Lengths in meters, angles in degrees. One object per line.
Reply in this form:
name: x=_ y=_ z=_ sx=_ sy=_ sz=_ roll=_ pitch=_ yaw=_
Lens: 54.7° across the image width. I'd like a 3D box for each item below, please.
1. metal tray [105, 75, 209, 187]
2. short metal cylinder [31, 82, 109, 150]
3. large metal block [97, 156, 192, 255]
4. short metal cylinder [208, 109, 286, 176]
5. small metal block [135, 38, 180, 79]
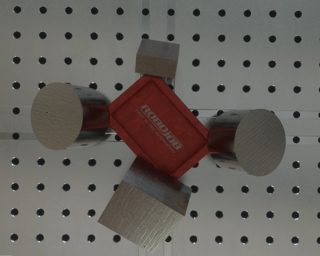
metal tray: x=-0.001 y=0.001 z=0.410 sx=0.090 sy=0.030 sz=0.130 roll=-41 pitch=90 yaw=0
short metal cylinder: x=-0.111 y=-0.014 z=0.385 sx=0.080 sy=0.050 sz=0.079 roll=0 pitch=91 yaw=25
large metal block: x=-0.019 y=0.096 z=0.383 sx=0.080 sy=0.050 sz=0.079 roll=31 pitch=121 yaw=-1
short metal cylinder: x=0.108 y=0.017 z=0.386 sx=0.081 sy=0.050 sz=0.079 roll=0 pitch=91 yaw=-27
small metal block: x=-0.002 y=-0.090 z=0.398 sx=0.050 sy=0.050 sz=0.025 roll=9 pitch=128 yaw=0
